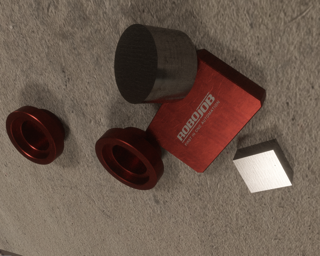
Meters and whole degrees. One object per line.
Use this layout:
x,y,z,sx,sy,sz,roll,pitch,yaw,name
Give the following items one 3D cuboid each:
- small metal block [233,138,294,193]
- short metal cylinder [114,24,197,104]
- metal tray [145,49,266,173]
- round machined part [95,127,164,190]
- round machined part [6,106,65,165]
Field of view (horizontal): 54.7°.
0.123,0.046,0.370,0.050,0.025,0.050,-22,107,35,small metal block
-0.007,-0.066,0.329,0.080,0.050,0.079,9,101,52,short metal cylinder
0.049,-0.015,0.368,0.090,0.030,0.129,35,129,4,metal tray
-0.037,0.037,0.428,0.098,0.042,0.097,21,139,20,round machined part
-0.194,0.008,0.500,0.098,0.042,0.097,13,124,20,round machined part
